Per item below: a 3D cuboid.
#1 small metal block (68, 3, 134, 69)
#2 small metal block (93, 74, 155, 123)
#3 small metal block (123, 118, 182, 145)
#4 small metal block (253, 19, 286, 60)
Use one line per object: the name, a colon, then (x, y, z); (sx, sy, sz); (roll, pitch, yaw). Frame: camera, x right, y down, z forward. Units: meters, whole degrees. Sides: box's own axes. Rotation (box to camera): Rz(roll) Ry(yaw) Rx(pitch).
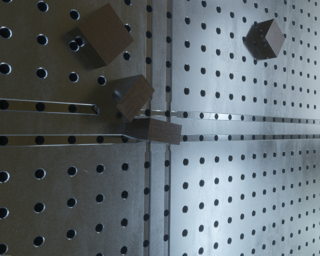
small metal block: (-0.066, -0.104, 0.353); (0.050, 0.025, 0.050); (-51, 120, -28)
small metal block: (-0.042, -0.033, 0.357); (0.025, 0.050, 0.050); (50, 61, -29)
small metal block: (-0.009, 0.005, 0.384); (0.050, 0.050, 0.025); (12, 83, -39)
small metal block: (0.204, -0.165, 0.578); (0.050, 0.025, 0.050); (44, 64, -31)
